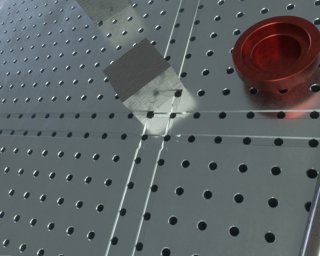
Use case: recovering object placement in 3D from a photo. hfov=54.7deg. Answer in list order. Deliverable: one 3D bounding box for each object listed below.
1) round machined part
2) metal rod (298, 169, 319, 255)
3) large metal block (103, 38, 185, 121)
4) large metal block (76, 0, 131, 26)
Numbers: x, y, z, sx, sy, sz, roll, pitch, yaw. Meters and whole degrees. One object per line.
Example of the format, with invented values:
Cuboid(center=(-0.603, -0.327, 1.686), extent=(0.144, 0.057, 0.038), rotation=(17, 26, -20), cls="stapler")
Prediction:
Cuboid(center=(0.141, -0.084, 0.375), extent=(0.098, 0.042, 0.098), rotation=(-13, 56, 21), cls="round machined part")
Cuboid(center=(0.167, 0.039, 0.296), extent=(0.025, 0.025, 0.300), rotation=(12, 67, 33), cls="metal rod")
Cuboid(center=(-0.025, -0.071, 0.449), extent=(0.080, 0.050, 0.080), rotation=(-37, 51, 3), cls="large metal block")
Cuboid(center=(-0.116, -0.259, 0.593), extent=(0.080, 0.080, 0.050), rotation=(-28, 52, 11), cls="large metal block")
